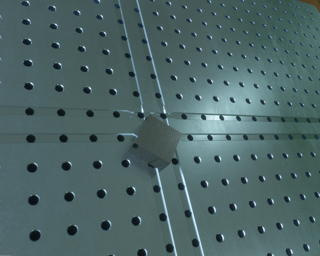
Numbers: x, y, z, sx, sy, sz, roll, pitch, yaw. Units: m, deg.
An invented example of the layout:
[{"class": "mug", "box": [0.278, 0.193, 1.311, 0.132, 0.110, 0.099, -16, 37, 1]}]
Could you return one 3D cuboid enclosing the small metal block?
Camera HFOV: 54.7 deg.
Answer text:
[{"class": "small metal block", "box": [-0.006, 0.018, 0.395, 0.050, 0.025, 0.050, 31, 52, -9]}]
